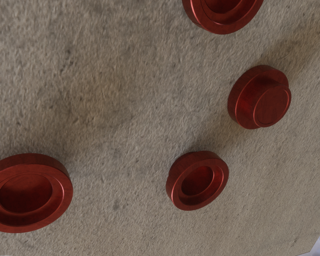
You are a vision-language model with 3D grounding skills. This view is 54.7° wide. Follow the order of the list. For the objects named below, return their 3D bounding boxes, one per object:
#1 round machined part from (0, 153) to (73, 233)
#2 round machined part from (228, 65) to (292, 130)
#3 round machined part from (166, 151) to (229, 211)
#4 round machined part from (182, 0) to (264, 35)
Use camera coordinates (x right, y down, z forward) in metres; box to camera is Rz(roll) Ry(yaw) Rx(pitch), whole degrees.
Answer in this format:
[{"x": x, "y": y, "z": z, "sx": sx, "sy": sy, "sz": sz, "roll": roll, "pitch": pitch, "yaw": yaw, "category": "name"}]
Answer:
[{"x": -0.154, "y": 0.069, "z": 0.355, "sx": 0.099, "sy": 0.042, "sz": 0.097, "roll": -14, "pitch": 125, "yaw": -21, "category": "round machined part"}, {"x": 0.153, "y": -0.040, "z": 0.457, "sx": 0.099, "sy": 0.042, "sz": 0.097, "roll": -14, "pitch": 125, "yaw": -21, "category": "round machined part"}, {"x": 0.052, "y": 0.075, "z": 0.473, "sx": 0.099, "sy": 0.042, "sz": 0.097, "roll": -14, "pitch": 125, "yaw": -21, "category": "round machined part"}, {"x": 0.065, "y": -0.156, "z": 0.337, "sx": 0.099, "sy": 0.042, "sz": 0.097, "roll": -14, "pitch": 125, "yaw": -21, "category": "round machined part"}]
